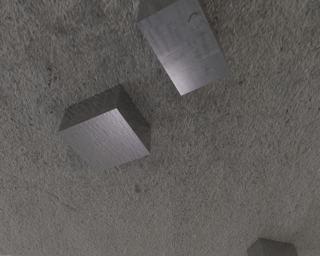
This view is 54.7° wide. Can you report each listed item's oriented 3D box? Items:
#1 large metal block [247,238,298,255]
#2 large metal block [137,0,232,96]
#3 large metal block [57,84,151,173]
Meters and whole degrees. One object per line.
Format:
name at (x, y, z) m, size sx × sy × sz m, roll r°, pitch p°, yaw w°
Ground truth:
large metal block at (0.226, 0.269, 0.603) m, size 0.081 × 0.080 × 0.050 m, roll 15°, pitch 129°, yaw -13°
large metal block at (0.023, -0.092, 0.293) m, size 0.050 × 0.080 × 0.080 m, roll -23°, pitch 127°, yaw 18°
large metal block at (-0.066, 0.003, 0.392) m, size 0.080 × 0.050 × 0.080 m, roll -21°, pitch 127°, yaw 16°
